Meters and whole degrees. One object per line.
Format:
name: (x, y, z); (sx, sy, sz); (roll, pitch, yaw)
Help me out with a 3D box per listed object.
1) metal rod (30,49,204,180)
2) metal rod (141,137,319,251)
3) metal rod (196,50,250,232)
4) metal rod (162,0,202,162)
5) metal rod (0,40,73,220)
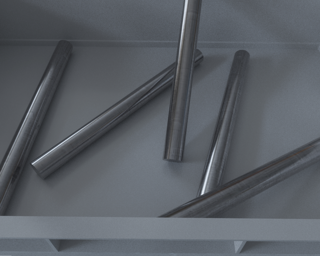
metal rod: (-0.041, -0.034, 0.432); (0.025, 0.025, 0.302); (35, 58, 25)
metal rod: (0.119, 0.052, 0.340); (0.302, 0.025, 0.025); (-20, 53, -25)
metal rod: (0.088, -0.008, 0.412); (0.025, 0.025, 0.300); (14, 51, 11)
metal rod: (0.035, -0.104, 0.410); (0.025, 0.025, 0.299); (7, 76, 5)
metal rod: (-0.168, -0.022, 0.421); (0.025, 0.025, 0.300); (3, 50, 2)
